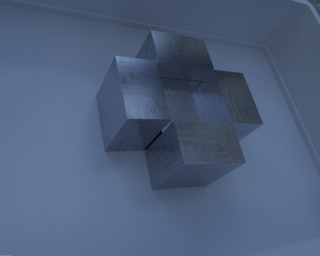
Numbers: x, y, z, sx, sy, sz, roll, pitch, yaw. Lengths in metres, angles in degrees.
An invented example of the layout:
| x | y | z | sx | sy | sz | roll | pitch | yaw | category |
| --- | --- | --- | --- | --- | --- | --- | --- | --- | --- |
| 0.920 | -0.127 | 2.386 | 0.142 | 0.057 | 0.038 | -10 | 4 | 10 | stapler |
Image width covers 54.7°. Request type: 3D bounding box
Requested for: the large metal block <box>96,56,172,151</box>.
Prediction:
| x | y | z | sx | sy | sz | roll | pitch | yaw | category |
| --- | --- | --- | --- | --- | --- | --- | --- | --- | --- |
| -0.035 | -0.026 | 0.366 | 0.050 | 0.080 | 0.080 | 1 | 62 | -28 | large metal block |

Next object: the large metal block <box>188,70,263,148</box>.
| x | y | z | sx | sy | sz | roll | pitch | yaw | category |
| --- | --- | --- | --- | --- | --- | --- | --- | --- | --- |
| 0.083 | -0.022 | 0.427 | 0.050 | 0.080 | 0.080 | 1 | 62 | -28 | large metal block |

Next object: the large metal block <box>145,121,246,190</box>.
| x | y | z | sx | sy | sz | roll | pitch | yaw | category |
| --- | --- | --- | --- | --- | --- | --- | --- | --- | --- |
| 0.038 | 0.034 | 0.368 | 0.081 | 0.080 | 0.050 | 2 | 61 | -27 | large metal block |

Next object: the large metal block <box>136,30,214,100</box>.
| x | y | z | sx | sy | sz | roll | pitch | yaw | category |
| --- | --- | --- | --- | --- | --- | --- | --- | --- | --- |
| 0.013 | -0.081 | 0.424 | 0.081 | 0.080 | 0.050 | 1 | 62 | -28 | large metal block |

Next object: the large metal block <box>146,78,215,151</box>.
| x | y | z | sx | sy | sz | roll | pitch | yaw | category |
| --- | --- | --- | --- | --- | --- | --- | --- | --- | --- |
| 0.020 | -0.017 | 0.407 | 0.081 | 0.050 | 0.080 | 1 | 62 | -28 | large metal block |
